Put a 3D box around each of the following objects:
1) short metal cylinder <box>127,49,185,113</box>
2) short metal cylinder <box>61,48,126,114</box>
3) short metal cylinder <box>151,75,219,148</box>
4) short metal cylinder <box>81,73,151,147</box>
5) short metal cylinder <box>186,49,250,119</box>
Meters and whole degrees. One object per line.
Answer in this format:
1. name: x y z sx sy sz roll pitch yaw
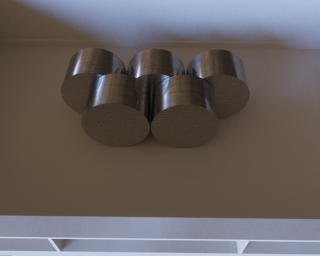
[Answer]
1. short metal cylinder: -0.006 -0.058 0.416 0.080 0.080 0.050 1 50 0
2. short metal cylinder: -0.087 -0.060 0.417 0.080 0.080 0.050 1 50 0
3. short metal cylinder: 0.030 -0.019 0.383 0.080 0.080 0.050 1 50 0
4. short metal cylinder: -0.052 -0.021 0.384 0.080 0.080 0.050 1 50 0
5. short metal cylinder: 0.075 -0.057 0.416 0.080 0.080 0.050 1 50 1
